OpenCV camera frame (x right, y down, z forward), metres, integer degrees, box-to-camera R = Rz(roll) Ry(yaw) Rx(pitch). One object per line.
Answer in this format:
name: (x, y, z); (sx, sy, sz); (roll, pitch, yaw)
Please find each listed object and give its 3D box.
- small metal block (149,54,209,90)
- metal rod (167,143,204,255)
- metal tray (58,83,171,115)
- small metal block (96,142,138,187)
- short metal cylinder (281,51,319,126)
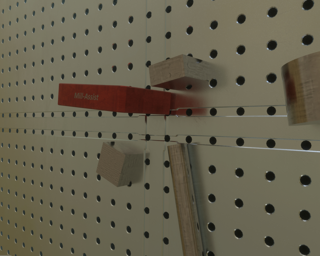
small metal block: (0.023, -0.065, 0.373); (0.050, 0.050, 0.025); (-10, 84, 39)
metal rod: (0.043, 0.168, 0.372); (0.025, 0.025, 0.298); (-14, 81, 39)
metal tray: (-0.062, -0.039, 0.416); (0.130, 0.091, 0.030); (8, 96, 39)
small metal block: (-0.065, 0.053, 0.460); (0.050, 0.025, 0.050); (25, 105, 37)
short metal cylinder: (0.145, -0.031, 0.253); (0.080, 0.081, 0.050); (-9, 84, 39)
